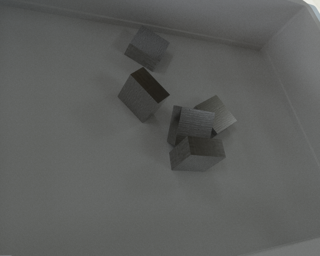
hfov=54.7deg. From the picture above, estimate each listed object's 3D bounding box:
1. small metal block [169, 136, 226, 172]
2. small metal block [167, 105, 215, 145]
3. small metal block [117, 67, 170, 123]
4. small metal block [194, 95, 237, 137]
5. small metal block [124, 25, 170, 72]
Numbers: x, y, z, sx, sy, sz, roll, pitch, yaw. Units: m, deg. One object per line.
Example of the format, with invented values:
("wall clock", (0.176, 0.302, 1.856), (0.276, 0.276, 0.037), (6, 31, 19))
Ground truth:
("small metal block", (0.047, 0.035, 0.395), (0.050, 0.050, 0.025), (7, 59, -25))
("small metal block", (0.041, -0.001, 0.414), (0.050, 0.025, 0.050), (8, 95, -24))
("small metal block", (-0.022, -0.042, 0.405), (0.050, 0.050, 0.025), (47, 51, 4))
("small metal block", (0.077, -0.015, 0.459), (0.050, 0.025, 0.050), (-29, 78, -38))
("small metal block", (-0.019, -0.121, 0.471), (0.050, 0.025, 0.050), (31, 52, -9))
